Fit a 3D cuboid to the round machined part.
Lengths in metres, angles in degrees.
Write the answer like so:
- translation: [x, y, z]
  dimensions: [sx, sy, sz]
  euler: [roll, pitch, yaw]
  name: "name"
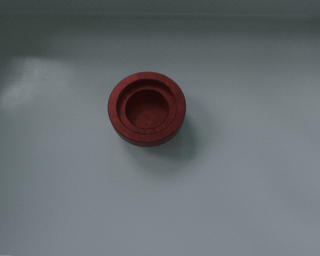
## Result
- translation: [-0.016, -0.021, 0.408]
  dimensions: [0.099, 0.042, 0.098]
  euler: [0, 70, 0]
  name: "round machined part"
